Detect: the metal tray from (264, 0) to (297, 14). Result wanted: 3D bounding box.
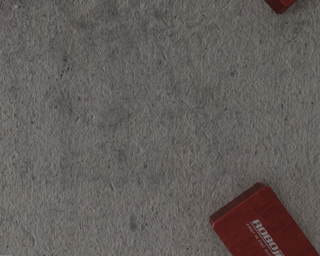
[{"bbox_3d":[0.180,-0.228,0.408,0.130,0.030,0.090,-42,90,0],"label":"metal tray"}]

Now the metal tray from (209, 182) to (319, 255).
[{"bbox_3d":[0.139,0.150,0.409,0.090,0.030,0.130,-36,90,0],"label":"metal tray"}]
